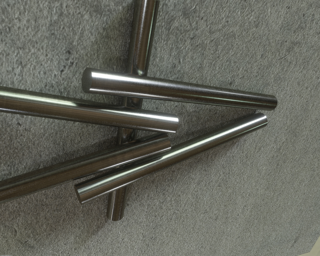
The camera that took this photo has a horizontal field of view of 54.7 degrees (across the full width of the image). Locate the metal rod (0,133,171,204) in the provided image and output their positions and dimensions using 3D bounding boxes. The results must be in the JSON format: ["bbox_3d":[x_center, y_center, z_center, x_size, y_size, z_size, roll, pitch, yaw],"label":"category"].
[{"bbox_3d":[-0.132,0.058,0.355,0.302,0.025,0.025,-17,126,-13],"label":"metal rod"}]

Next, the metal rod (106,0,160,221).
[{"bbox_3d":[-0.039,-0.004,0.386,0.025,0.025,0.298,-3,120,-27],"label":"metal rod"}]

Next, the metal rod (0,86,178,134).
[{"bbox_3d":[-0.118,-0.023,0.312,0.302,0.025,0.025,8,115,-26],"label":"metal rod"}]

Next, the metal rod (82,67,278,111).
[{"bbox_3d":[0.050,-0.043,0.390,0.302,0.025,0.025,2,118,-37],"label":"metal rod"}]

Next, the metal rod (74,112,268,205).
[{"bbox_3d":[0.032,0.033,0.428,0.302,0.025,0.025,-19,127,-25],"label":"metal rod"}]
